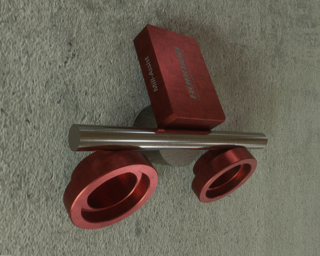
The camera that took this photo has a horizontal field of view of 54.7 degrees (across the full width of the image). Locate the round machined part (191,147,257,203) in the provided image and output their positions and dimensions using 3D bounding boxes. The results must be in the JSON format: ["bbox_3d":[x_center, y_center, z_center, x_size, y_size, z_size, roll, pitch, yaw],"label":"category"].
[{"bbox_3d":[0.087,0.061,0.448,0.099,0.042,0.097,-22,144,-17],"label":"round machined part"}]

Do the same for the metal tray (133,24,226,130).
[{"bbox_3d":[0.024,-0.061,0.390,0.091,0.030,0.130,3,62,-40],"label":"metal tray"}]

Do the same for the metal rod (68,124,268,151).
[{"bbox_3d":[0.038,0.014,0.376,0.302,0.025,0.025,3,88,-40],"label":"metal rod"}]

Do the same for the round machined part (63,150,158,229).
[{"bbox_3d":[-0.055,0.059,0.330,0.099,0.042,0.097,-24,141,-21],"label":"round machined part"}]

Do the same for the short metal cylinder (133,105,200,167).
[{"bbox_3d":[0.011,0.008,0.401,0.081,0.050,0.079,0,90,-40],"label":"short metal cylinder"}]
